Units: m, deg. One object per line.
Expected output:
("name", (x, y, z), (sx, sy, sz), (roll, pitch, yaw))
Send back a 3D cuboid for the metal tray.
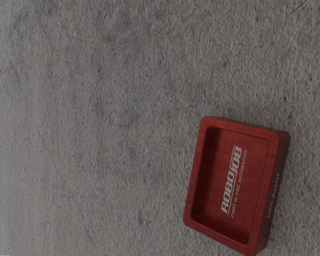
("metal tray", (0.079, 0.058, 0.336), (0.090, 0.030, 0.129), (16, 100, 39))
